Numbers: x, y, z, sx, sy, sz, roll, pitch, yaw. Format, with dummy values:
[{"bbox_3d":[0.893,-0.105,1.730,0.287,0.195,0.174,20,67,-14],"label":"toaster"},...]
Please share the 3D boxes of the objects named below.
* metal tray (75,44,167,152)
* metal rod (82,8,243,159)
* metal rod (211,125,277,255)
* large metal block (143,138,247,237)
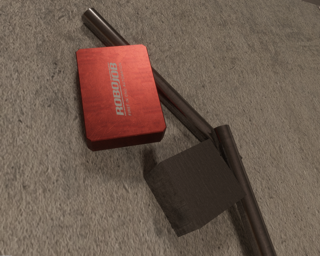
[{"bbox_3d":[-0.051,-0.041,0.382,0.091,0.030,0.130,-8,64,-12],"label":"metal tray"},{"bbox_3d":[0.001,-0.057,0.440,0.300,0.025,0.025,46,51,3],"label":"metal rod"},{"bbox_3d":[0.121,0.137,0.370,0.025,0.025,0.299,-6,70,-31],"label":"metal rod"},{"bbox_3d":[0.041,0.069,0.369,0.081,0.050,0.080,-22,74,-36],"label":"large metal block"}]
